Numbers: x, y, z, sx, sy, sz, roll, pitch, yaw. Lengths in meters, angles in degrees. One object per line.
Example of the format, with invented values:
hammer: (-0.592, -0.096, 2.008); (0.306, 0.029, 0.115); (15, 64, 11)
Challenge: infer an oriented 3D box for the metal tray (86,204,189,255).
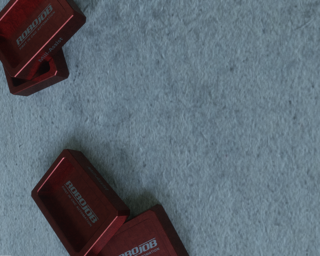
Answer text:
metal tray: (-0.036, 0.172, 0.417); (0.130, 0.030, 0.090); (-32, 80, 16)

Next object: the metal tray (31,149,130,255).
metal tray: (-0.112, 0.102, 0.425); (0.130, 0.030, 0.090); (43, 98, 28)

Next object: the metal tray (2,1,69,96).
metal tray: (-0.200, -0.124, 0.474); (0.090, 0.030, 0.129); (-19, 84, 18)

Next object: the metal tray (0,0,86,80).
metal tray: (-0.177, -0.142, 0.434); (0.130, 0.030, 0.090); (-40, 78, 15)
